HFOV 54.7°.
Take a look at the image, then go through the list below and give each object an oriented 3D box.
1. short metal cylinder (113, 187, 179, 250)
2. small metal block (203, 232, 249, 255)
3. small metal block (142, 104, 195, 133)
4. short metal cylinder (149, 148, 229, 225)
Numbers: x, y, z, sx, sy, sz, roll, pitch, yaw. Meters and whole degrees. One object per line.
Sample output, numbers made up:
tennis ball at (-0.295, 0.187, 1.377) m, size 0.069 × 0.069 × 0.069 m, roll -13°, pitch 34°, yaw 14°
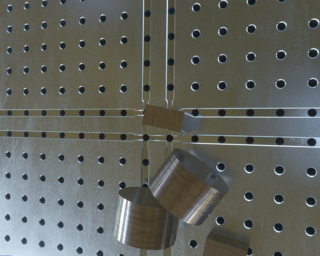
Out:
short metal cylinder at (-0.016, 0.110, 0.389) m, size 0.080 × 0.080 × 0.050 m, roll 11°, pitch 94°, yaw 19°
small metal block at (0.079, 0.164, 0.384) m, size 0.050 × 0.025 × 0.050 m, roll 12°, pitch 94°, yaw 19°
small metal block at (0.012, -0.012, 0.395) m, size 0.050 × 0.050 × 0.025 m, roll 13°, pitch 95°, yaw 19°
short metal cylinder at (0.034, 0.069, 0.371) m, size 0.080 × 0.080 × 0.050 m, roll 39°, pitch 102°, yaw 16°
